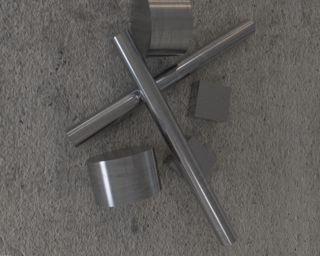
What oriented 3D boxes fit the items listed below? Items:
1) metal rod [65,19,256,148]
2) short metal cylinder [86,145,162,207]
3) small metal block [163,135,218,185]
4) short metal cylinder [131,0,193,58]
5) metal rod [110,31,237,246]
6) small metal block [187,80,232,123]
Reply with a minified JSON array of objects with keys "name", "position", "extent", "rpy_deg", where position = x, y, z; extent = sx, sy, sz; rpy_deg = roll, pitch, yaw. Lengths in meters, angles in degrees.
[{"name":"metal rod","position":[0.012,-0.067,0.413],"extent":[0.301,0.025,0.025],"rpy_deg":[-34,101,-17]},{"name":"short metal cylinder","position":[-0.042,0.054,0.364],"extent":[0.081,0.080,0.050],"rpy_deg":[-13,95,-20]},{"name":"small metal block","position":[0.042,0.045,0.424],"extent":[0.050,0.025,0.050],"rpy_deg":[43,76,-15]},{"name":"short metal cylinder","position":[0.000,-0.127,0.379],"extent":[0.050,0.080,0.079],"rpy_deg":[-9,93,-20]},{"name":"metal rod","position":[0.023,0.021,0.390],"extent":[0.025,0.025,0.299],"rpy_deg":[-32,101,-17]},{"name":"small metal block","position":[0.069,-0.036,0.434],"extent":[0.050,0.025,0.050],"rpy_deg":[10,87,-20]}]
